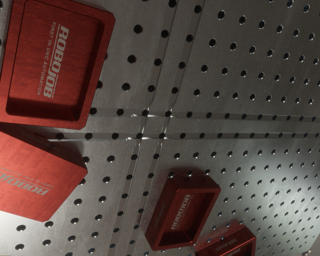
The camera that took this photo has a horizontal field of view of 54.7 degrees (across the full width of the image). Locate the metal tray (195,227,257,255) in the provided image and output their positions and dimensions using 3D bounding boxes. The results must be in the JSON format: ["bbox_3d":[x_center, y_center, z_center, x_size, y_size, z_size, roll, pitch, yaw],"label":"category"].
[{"bbox_3d":[0.141,0.275,0.658,0.131,0.030,0.089,-20,127,-17],"label":"metal tray"}]

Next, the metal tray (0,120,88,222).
[{"bbox_3d":[-0.161,0.050,0.351,0.130,0.030,0.090,34,99,-39],"label":"metal tray"}]

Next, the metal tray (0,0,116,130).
[{"bbox_3d":[-0.107,-0.065,0.309,0.091,0.030,0.129,7,115,-32],"label":"metal tray"}]

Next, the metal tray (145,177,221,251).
[{"bbox_3d":[0.038,0.144,0.519,0.091,0.030,0.129,6,116,-31],"label":"metal tray"}]
